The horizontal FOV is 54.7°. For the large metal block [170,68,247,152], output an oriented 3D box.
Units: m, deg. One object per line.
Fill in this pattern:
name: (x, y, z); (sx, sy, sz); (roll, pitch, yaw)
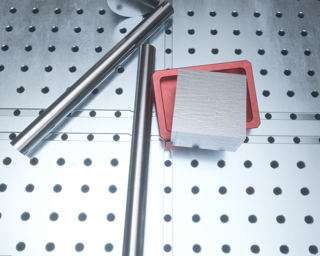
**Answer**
large metal block: (0.057, -0.020, 0.373); (0.080, 0.050, 0.080); (6, 68, 2)

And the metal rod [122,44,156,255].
metal rod: (-0.025, 0.025, 0.402); (0.025, 0.025, 0.299); (3, 70, 1)

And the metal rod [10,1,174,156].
metal rod: (-0.086, -0.079, 0.439); (0.025, 0.025, 0.301); (39, 74, 12)

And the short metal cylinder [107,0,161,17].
short metal cylinder: (-0.041, -0.212, 0.460); (0.081, 0.080, 0.050); (-9, 71, -4)

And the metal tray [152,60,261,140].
metal tray: (0.059, -0.036, 0.410); (0.131, 0.030, 0.089); (-7, 86, -3)
